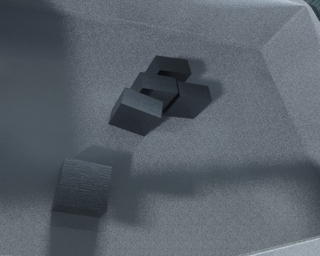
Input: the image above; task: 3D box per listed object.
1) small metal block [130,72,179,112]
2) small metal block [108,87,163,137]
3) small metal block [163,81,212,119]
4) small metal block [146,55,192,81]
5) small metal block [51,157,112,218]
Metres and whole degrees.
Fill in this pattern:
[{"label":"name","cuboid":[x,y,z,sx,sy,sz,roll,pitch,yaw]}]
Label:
[{"label":"small metal block","cuboid":[-0.011,-0.046,0.413,0.050,0.050,0.025,5,60,-26]},{"label":"small metal block","cuboid":[-0.031,-0.019,0.386,0.050,0.050,0.025,20,54,-17]},{"label":"small metal block","cuboid":[0.036,-0.038,0.434,0.050,0.050,0.025,5,60,-26]},{"label":"small metal block","cuboid":[0.009,-0.075,0.442,0.050,0.050,0.025,1,62,-28]},{"label":"small metal block","cuboid":[-0.081,0.063,0.325,0.050,0.025,0.050,15,56,-20]}]
